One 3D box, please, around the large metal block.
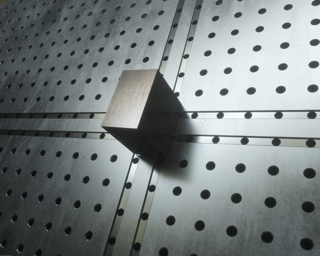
[{"bbox_3d":[-0.019,-0.017,0.391,0.050,0.080,0.080,4,64,29],"label":"large metal block"}]
